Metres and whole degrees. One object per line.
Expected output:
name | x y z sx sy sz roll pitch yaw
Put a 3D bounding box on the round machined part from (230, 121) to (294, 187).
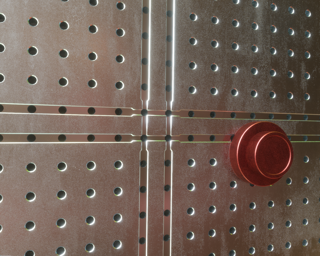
round machined part | 0.157 0.039 0.461 0.099 0.042 0.097 0 90 -20
